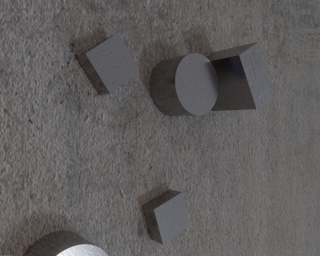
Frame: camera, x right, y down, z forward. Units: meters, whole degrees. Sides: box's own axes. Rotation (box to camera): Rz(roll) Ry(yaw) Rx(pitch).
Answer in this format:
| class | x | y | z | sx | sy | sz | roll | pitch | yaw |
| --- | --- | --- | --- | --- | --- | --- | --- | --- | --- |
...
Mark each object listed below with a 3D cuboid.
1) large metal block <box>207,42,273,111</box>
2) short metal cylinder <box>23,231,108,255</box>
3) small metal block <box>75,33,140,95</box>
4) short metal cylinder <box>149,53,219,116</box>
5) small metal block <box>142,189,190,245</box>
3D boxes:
| class | x | y | z | sx | sy | sz | roll | pitch | yaw |
| --- | --- | --- | --- | --- | --- | --- | --- | --- | --- |
| large metal block | 0.109 | -0.073 | 0.460 | 0.050 | 0.080 | 0.080 | -37 | 113 | -34 |
| short metal cylinder | -0.095 | 0.150 | 0.309 | 0.081 | 0.050 | 0.080 | 0 | 90 | -40 |
| small metal block | -0.059 | -0.073 | 0.355 | 0.050 | 0.025 | 0.050 | -44 | 117 | -31 |
| short metal cylinder | 0.033 | -0.056 | 0.416 | 0.081 | 0.050 | 0.080 | 0 | 90 | -40 |
| small metal block | 0.009 | 0.117 | 0.412 | 0.050 | 0.025 | 0.050 | -22 | 104 | -38 |
